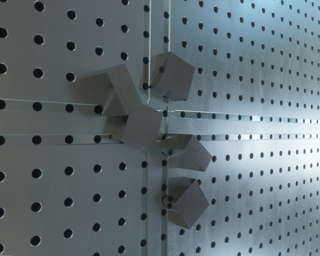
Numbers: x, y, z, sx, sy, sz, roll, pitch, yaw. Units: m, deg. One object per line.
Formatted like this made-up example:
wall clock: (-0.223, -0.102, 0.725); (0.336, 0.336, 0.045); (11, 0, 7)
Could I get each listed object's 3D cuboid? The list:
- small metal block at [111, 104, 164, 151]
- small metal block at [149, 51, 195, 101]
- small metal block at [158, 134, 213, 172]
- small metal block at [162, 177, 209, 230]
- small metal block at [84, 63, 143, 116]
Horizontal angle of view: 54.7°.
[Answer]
small metal block: (-0.028, -0.003, 0.388); (0.050, 0.025, 0.050); (24, 75, -38)
small metal block: (0.017, -0.069, 0.426); (0.050, 0.025, 0.050); (23, 75, -38)
small metal block: (0.035, 0.033, 0.425); (0.050, 0.050, 0.025); (47, 62, -30)
small metal block: (0.038, 0.107, 0.444); (0.050, 0.025, 0.050); (-42, 116, -32)
small metal block: (-0.053, -0.041, 0.350); (0.025, 0.050, 0.050); (-37, 113, -34)
